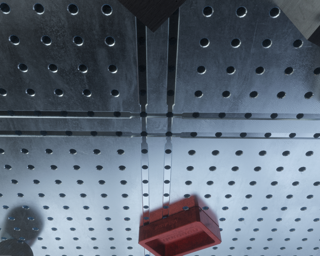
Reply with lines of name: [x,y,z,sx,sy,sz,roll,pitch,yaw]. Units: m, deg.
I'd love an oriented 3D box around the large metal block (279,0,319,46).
large metal block: [0.171,-0.104,0.289,0.080,0.080,0.050,20,127,-17]

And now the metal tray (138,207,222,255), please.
metal tray: [0.036,0.201,0.579,0.130,0.030,0.090,-27,126,21]

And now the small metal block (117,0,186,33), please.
small metal block: [-0.007,-0.131,0.300,0.050,0.025,0.050,36,121,-27]

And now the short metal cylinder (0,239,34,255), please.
short metal cylinder: [-0.293,0.264,0.597,0.080,0.080,0.050,24,126,-19]
